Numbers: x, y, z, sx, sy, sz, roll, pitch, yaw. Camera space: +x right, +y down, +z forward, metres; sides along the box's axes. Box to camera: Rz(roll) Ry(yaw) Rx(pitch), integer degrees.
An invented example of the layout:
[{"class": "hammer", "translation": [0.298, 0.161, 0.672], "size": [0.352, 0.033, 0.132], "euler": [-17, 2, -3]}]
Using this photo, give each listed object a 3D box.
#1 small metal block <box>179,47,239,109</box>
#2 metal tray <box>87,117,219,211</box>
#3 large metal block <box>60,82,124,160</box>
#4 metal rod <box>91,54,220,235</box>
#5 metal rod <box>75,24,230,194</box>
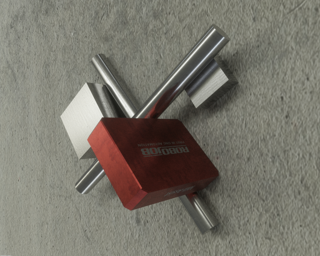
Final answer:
[{"class": "small metal block", "translation": [0.054, -0.057, 0.360], "size": [0.050, 0.025, 0.050], "euler": [-43, 65, 31]}, {"class": "metal tray", "translation": [-0.002, 0.032, 0.337], "size": [0.030, 0.131, 0.090], "euler": [-50, 60, 29]}, {"class": "large metal block", "translation": [-0.095, -0.010, 0.465], "size": [0.080, 0.050, 0.080], "euler": [-44, 64, 31]}, {"class": "metal rod", "translation": [-0.018, 0.005, 0.420], "size": [0.025, 0.025, 0.299], "euler": [-49, 61, 28]}, {"class": "metal rod", "translation": [-0.026, -0.005, 0.393], "size": [0.299, 0.025, 0.025], "euler": [-46, 63, 29]}]
